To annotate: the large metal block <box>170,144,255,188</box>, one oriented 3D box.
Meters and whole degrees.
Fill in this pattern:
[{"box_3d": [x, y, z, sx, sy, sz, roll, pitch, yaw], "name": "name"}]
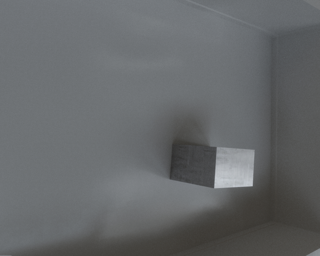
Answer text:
[{"box_3d": [0.072, 0.051, 0.430, 0.081, 0.080, 0.050, 7, 86, -40], "name": "large metal block"}]
